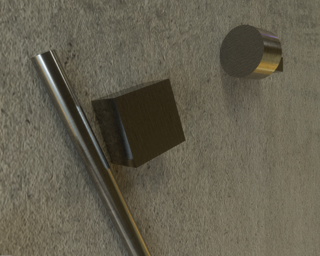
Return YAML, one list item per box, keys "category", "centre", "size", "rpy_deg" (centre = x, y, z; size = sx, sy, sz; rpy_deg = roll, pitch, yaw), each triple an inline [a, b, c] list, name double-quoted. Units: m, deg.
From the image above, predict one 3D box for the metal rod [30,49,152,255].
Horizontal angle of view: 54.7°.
- category: "metal rod"
  centre: [-0.064, 0.059, 0.352]
  size: [0.025, 0.025, 0.298]
  rpy_deg: [-34, 112, -35]

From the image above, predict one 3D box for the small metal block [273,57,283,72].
- category: "small metal block"
  centre: [0.179, -0.110, 0.541]
  size: [0.050, 0.050, 0.025]
  rpy_deg: [-3, 92, -40]

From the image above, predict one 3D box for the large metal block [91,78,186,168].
- category: "large metal block"
  centre: [-0.024, -0.008, 0.370]
  size: [0.081, 0.050, 0.080]
  rpy_deg: [-26, 107, -37]

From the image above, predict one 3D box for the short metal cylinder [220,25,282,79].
- category: "short metal cylinder"
  centre: [0.143, -0.118, 0.491]
  size: [0.050, 0.080, 0.079]
  rpy_deg: [-3, 92, -40]
